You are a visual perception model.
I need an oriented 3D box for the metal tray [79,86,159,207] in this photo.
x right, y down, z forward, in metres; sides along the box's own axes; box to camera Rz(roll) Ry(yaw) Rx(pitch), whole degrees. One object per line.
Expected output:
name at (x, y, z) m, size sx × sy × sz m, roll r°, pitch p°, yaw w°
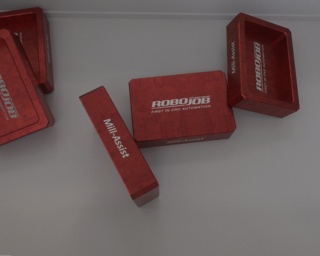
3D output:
metal tray at (-0.045, 0.025, 0.365) m, size 0.030 × 0.090 × 0.130 m, roll -28°, pitch 73°, yaw -9°

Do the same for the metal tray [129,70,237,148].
metal tray at (0.028, -0.026, 0.416) m, size 0.131 × 0.030 × 0.090 m, roll -6°, pitch 70°, yaw -3°

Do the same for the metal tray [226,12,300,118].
metal tray at (0.138, -0.085, 0.422) m, size 0.091 × 0.030 × 0.130 m, roll 10°, pitch 69°, yaw -19°

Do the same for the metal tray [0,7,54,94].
metal tray at (-0.206, -0.107, 0.444) m, size 0.091 × 0.030 × 0.130 m, roll -10°, pitch 70°, yaw -4°

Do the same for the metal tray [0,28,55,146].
metal tray at (-0.203, -0.047, 0.392) m, size 0.090 × 0.030 × 0.129 m, roll -22°, pitch 95°, yaw -3°
